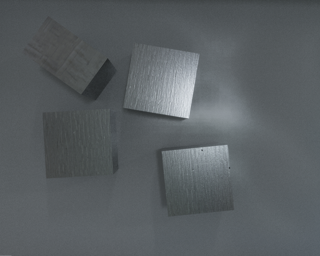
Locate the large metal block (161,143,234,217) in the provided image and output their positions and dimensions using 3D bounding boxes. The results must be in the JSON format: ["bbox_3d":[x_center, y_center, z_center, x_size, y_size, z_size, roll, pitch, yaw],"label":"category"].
[{"bbox_3d":[0.046,0.064,0.400,0.081,0.050,0.079,-6,90,-1],"label":"large metal block"}]

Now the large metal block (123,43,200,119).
[{"bbox_3d":[0.002,-0.057,0.399,0.080,0.050,0.080,9,90,-1],"label":"large metal block"}]

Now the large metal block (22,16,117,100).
[{"bbox_3d":[-0.106,-0.081,0.382,0.080,0.080,0.050,36,90,-1],"label":"large metal block"}]

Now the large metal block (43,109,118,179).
[{"bbox_3d":[-0.099,0.019,0.398,0.081,0.050,0.079,-3,90,-1],"label":"large metal block"}]
